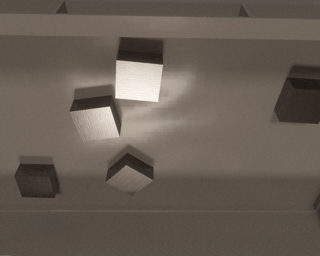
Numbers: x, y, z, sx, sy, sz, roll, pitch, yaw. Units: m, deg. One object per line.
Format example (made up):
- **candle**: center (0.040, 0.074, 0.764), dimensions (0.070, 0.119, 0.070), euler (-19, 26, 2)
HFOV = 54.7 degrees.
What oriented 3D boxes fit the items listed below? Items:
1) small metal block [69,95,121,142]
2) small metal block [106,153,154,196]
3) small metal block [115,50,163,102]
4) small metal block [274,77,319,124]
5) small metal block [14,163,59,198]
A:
- **small metal block**: center (-0.081, -0.012, 0.398), dimensions (0.050, 0.025, 0.050), euler (-7, 130, 5)
- **small metal block**: center (-0.045, 0.071, 0.469), dimensions (0.050, 0.025, 0.050), euler (34, 122, -26)
- **small metal block**: center (-0.025, -0.060, 0.358), dimensions (0.050, 0.025, 0.050), euler (5, 130, -5)
- **small metal block**: center (0.177, -0.033, 0.384), dimensions (0.050, 0.025, 0.050), euler (3, 130, -4)
- **small metal block**: center (-0.188, 0.082, 0.476), dimensions (0.050, 0.025, 0.050), euler (2, 130, -3)
